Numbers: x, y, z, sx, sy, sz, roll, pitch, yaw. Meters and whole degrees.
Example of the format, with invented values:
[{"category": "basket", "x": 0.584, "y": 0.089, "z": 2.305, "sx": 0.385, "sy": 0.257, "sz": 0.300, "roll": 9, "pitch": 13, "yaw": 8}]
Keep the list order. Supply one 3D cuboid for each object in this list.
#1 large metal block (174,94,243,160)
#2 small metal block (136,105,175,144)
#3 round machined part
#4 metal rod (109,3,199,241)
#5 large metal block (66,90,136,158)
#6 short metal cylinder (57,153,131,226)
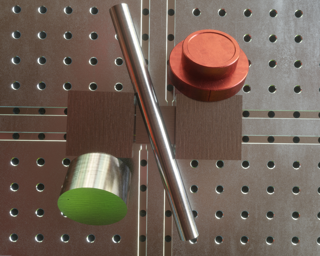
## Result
[{"category": "large metal block", "x": 0.060, "y": -0.001, "z": 0.402, "sx": 0.081, "sy": 0.050, "sz": 0.079, "roll": 1, "pitch": 90, "yaw": 0}, {"category": "small metal block", "x": -0.006, "y": -0.004, "z": 0.414, "sx": 0.050, "sy": 0.025, "sz": 0.050, "roll": 1, "pitch": 90, "yaw": 0}, {"category": "round machined part", "x": 0.060, "y": -0.083, "z": 0.381, "sx": 0.099, "sy": 0.042, "sz": 0.098, "roll": 1, "pitch": 55, "yaw": -1}, {"category": "metal rod", "x": -0.007, "y": -0.007, "z": 0.387, "sx": 0.025, "sy": 0.025, "sz": 0.298, "roll": -17, "pitch": 90, "yaw": 0}, {"category": "large metal block", "x": -0.073, "y": -0.005, "z": 0.401, "sx": 0.081, "sy": 0.050, "sz": 0.079, "roll": 2, "pitch": 90, "yaw": 0}, {"category": "short metal cylinder", "x": -0.078, "y": 0.076, "z": 0.379, "sx": 0.080, "sy": 0.050, "sz": 0.079, "roll": 1, "pitch": 133, "yaw": 1}]
